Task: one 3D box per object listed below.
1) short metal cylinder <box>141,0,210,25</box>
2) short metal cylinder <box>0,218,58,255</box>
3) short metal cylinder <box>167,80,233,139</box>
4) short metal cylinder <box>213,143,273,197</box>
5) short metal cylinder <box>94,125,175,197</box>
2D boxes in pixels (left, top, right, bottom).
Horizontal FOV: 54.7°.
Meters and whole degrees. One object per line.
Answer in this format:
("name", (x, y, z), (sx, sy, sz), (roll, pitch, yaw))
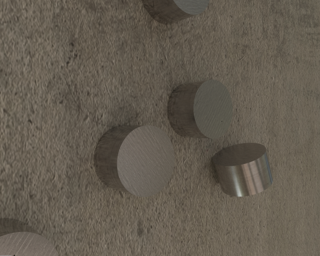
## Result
("short metal cylinder", (0.020, -0.182, 0.405), (0.081, 0.050, 0.080), (0, 90, -40))
("short metal cylinder", (-0.138, 0.126, 0.273), (0.081, 0.050, 0.080), (0, 90, -40))
("short metal cylinder", (0.057, -0.025, 0.436), (0.081, 0.050, 0.080), (0, 90, -40))
("short metal cylinder", (0.127, 0.062, 0.475), (0.081, 0.080, 0.050), (-29, 108, -36))
("short metal cylinder", (-0.029, 0.037, 0.364), (0.081, 0.050, 0.080), (0, 90, -40))
